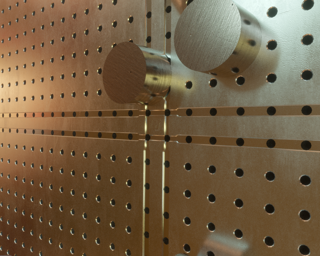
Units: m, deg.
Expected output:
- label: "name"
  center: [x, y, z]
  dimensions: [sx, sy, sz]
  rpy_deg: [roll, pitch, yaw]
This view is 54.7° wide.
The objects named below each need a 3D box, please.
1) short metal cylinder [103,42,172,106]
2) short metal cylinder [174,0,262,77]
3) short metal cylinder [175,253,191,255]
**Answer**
- label: "short metal cylinder"
  center: [-0.031, -0.071, 0.417]
  dimensions: [0.080, 0.050, 0.079]
  rpy_deg: [0, 90, 39]
- label: "short metal cylinder"
  center: [0.063, -0.099, 0.340]
  dimensions: [0.080, 0.050, 0.079]
  rpy_deg: [0, 90, 40]
- label: "short metal cylinder"
  center: [0.036, 0.188, 0.342]
  dimensions: [0.050, 0.081, 0.079]
  rpy_deg: [5, 93, 39]
